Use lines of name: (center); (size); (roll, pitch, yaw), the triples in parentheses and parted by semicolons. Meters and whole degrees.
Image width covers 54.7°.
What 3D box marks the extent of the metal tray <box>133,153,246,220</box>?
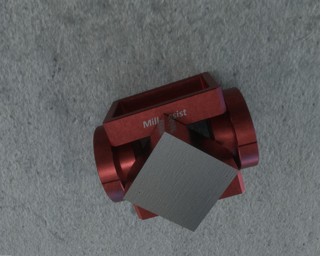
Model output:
metal tray: (0.033, 0.064, 0.399); (0.131, 0.090, 0.030); (-16, 110, 5)

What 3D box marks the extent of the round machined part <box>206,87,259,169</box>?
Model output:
round machined part: (0.082, 0.003, 0.374); (0.042, 0.098, 0.097); (-15, 110, 5)

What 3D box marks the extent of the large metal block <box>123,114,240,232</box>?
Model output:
large metal block: (0.019, 0.045, 0.316); (0.080, 0.050, 0.080); (28, 107, -10)

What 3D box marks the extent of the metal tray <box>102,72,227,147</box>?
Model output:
metal tray: (0.004, -0.026, 0.368); (0.131, 0.090, 0.030); (-17, 109, 6)

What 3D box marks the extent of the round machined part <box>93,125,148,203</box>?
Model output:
round machined part: (-0.044, 0.040, 0.386); (0.042, 0.098, 0.097); (-15, 110, 5)
